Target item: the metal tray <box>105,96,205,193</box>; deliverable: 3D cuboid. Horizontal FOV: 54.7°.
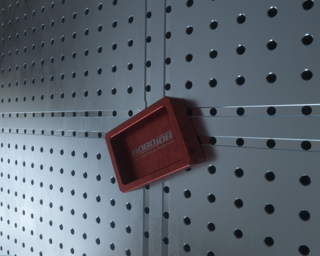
[{"bbox_3d":[-0.013,0.025,0.414,0.130,0.030,0.090,-29,72,36],"label":"metal tray"}]
